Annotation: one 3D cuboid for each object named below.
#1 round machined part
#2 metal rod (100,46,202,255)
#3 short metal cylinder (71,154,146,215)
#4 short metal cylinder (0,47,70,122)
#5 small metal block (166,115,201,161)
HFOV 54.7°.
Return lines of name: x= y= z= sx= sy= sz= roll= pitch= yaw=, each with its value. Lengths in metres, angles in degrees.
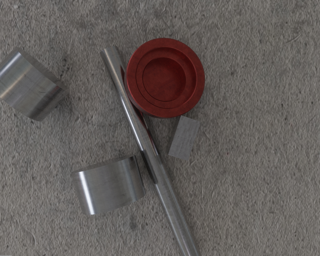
round machined part: x=0.004 y=-0.060 z=0.394 sx=0.099 sy=0.042 sz=0.097 roll=1 pitch=87 yaw=-14
metal rod: x=-0.012 y=0.036 z=0.409 sx=0.025 sy=0.025 sz=0.299 roll=-22 pitch=90 yaw=0
short metal cylinder: x=-0.063 y=0.068 z=0.382 sx=0.080 sy=0.080 sz=0.050 roll=-15 pitch=90 yaw=0
short metal cylinder: x=-0.160 y=-0.053 z=0.381 sx=0.080 sy=0.080 sz=0.050 roll=43 pitch=90 yaw=0
small metal block: x=0.029 y=0.012 z=0.397 sx=0.025 sy=0.050 sz=0.050 roll=18 pitch=90 yaw=-3
